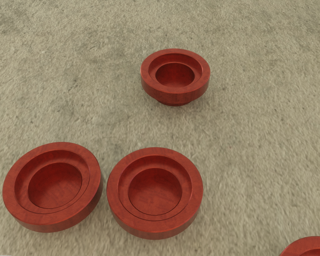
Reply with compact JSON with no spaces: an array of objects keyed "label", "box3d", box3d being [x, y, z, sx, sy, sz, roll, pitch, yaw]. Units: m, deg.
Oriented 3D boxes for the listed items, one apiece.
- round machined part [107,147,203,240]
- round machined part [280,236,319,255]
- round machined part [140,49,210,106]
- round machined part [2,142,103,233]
[{"label":"round machined part","box3d":[-0.005,0.072,0.332,0.099,0.042,0.098,0,50,0]},{"label":"round machined part","box3d":[0.144,0.150,0.268,0.099,0.042,0.098,0,50,0]},{"label":"round machined part","box3d":[0.021,-0.070,0.451,0.099,0.042,0.098,0,50,0]},{"label":"round machined part","box3d":[-0.111,0.066,0.335,0.099,0.042,0.098,0,50,0]}]
